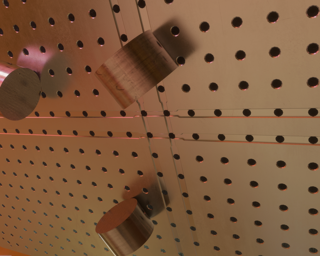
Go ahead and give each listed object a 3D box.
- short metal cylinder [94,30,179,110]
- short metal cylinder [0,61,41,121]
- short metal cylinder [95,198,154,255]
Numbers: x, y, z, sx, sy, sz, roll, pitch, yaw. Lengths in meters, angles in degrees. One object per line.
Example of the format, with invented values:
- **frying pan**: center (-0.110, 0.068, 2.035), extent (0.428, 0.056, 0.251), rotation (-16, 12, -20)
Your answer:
- **short metal cylinder**: center (-0.026, -0.065, 0.349), extent (0.080, 0.080, 0.050), rotation (-32, 101, 38)
- **short metal cylinder**: center (-0.226, -0.056, 0.460), extent (0.050, 0.080, 0.079), rotation (18, 126, 18)
- **short metal cylinder**: center (-0.057, 0.161, 0.505), extent (0.080, 0.080, 0.050), rotation (-23, 106, 36)
